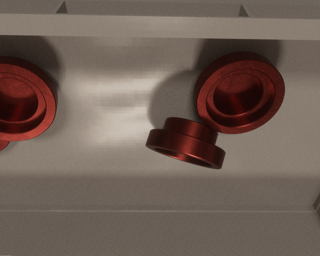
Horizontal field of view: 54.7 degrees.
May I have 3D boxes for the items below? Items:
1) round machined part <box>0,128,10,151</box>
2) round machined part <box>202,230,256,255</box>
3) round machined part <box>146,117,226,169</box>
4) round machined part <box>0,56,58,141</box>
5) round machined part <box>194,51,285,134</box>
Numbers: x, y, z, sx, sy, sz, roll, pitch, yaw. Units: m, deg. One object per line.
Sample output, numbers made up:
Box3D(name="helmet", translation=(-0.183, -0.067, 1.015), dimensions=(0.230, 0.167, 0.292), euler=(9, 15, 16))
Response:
Box3D(name="round machined part", translation=(-0.241, 0.001, 0.391), dimensions=(0.099, 0.042, 0.097), euler=(-3, 130, -3))
Box3D(name="round machined part", translation=(0.131, 0.235, 0.603), dimensions=(0.099, 0.042, 0.097), euler=(-1, 130, 0))
Box3D(name="round machined part", translation=(0.035, 0.017, 0.391), dimensions=(0.098, 0.042, 0.098), euler=(17, 170, 3))
Box3D(name="round machined part", translation=(-0.169, -0.036, 0.356), dimensions=(0.099, 0.042, 0.097), euler=(-6, 123, -9))
Box3D(name="round machined part", translation=(0.088, -0.043, 0.359), dimensions=(0.099, 0.042, 0.097), euler=(-2, 127, -3))
